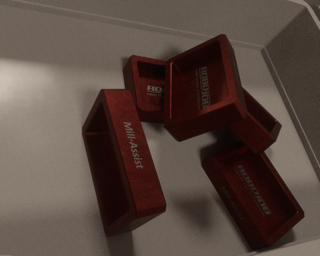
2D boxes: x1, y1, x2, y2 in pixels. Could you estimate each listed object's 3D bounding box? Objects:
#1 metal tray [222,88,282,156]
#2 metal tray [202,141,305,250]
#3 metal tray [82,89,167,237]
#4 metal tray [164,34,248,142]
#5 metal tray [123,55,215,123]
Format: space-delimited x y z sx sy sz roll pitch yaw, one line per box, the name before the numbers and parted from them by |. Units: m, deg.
metal tray | 0.126 -0.016 0.442 0.090 0.030 0.131 47 24 10
metal tray | 0.127 0.083 0.422 0.091 0.030 0.130 -19 72 -36
metal tray | -0.043 0.036 0.319 0.030 0.090 0.130 -5 64 -31
metal tray | 0.052 -0.053 0.386 0.030 0.090 0.130 48 32 -39
metal tray | 0.017 -0.051 0.444 0.131 0.030 0.090 4 60 -26
